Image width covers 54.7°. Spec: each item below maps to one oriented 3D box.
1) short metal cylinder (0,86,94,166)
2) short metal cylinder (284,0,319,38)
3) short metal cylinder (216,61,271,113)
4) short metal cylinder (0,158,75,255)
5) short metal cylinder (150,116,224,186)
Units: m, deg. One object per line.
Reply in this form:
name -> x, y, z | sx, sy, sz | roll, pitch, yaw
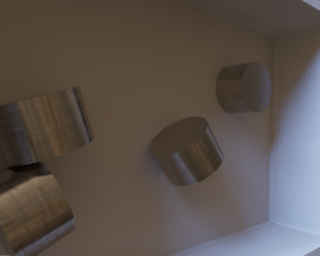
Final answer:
short metal cylinder -> -0.106, -0.004, 0.282 | 0.081, 0.080, 0.050 | -23, 105, -38
short metal cylinder -> 0.302, -0.233, 0.645 | 0.081, 0.050, 0.080 | 0, 90, -40
short metal cylinder -> 0.137, -0.064, 0.504 | 0.081, 0.050, 0.080 | 0, 90, -40
short metal cylinder -> -0.119, 0.071, 0.271 | 0.050, 0.080, 0.080 | -29, 108, -36
short metal cylinder -> 0.034, 0.029, 0.399 | 0.080, 0.080, 0.050 | -45, 117, -31
